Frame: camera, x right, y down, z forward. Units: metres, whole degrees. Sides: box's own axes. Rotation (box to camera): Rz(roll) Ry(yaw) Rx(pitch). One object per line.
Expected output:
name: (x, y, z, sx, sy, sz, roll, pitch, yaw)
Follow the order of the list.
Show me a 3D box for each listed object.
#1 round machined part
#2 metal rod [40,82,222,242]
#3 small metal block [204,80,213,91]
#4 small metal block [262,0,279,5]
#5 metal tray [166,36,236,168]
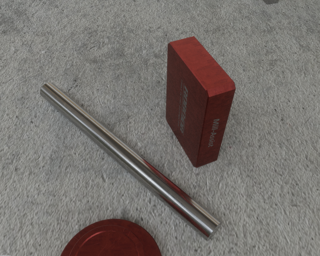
round machined part: (-0.046, 0.129, 0.283, 0.099, 0.042, 0.098, 0, 50, 0)
metal rod: (-0.053, 0.025, 0.380, 0.300, 0.025, 0.025, 36, 59, 26)
small metal block: (0.043, -0.053, 0.448, 0.050, 0.025, 0.050, 22, 53, 17)
small metal block: (0.225, -0.290, 0.634, 0.025, 0.050, 0.050, -13, 51, -11)
metal tray: (0.040, -0.026, 0.357, 0.030, 0.129, 0.090, -18, 53, -15)
